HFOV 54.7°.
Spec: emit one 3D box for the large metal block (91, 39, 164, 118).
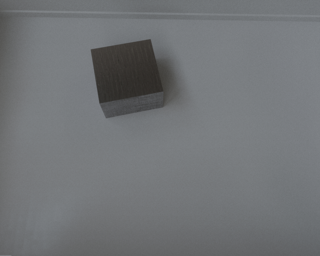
[{"bbox_3d":[-0.043,-0.066,0.420,0.081,0.050,0.080,-11,71,-5],"label":"large metal block"}]
